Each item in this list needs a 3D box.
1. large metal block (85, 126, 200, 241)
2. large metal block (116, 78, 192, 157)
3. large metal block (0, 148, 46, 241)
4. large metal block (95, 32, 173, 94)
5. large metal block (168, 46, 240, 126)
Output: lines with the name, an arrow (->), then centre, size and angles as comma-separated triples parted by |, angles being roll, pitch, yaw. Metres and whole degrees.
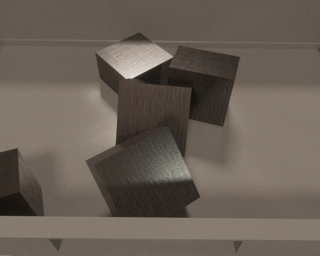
large metal block -> -0.018, 0.052, 0.318 | 0.081, 0.050, 0.080 | -27, 98, -21
large metal block -> -0.006, -0.015, 0.373 | 0.080, 0.079, 0.050 | 6, 13, 4
large metal block -> -0.168, 0.073, 0.306 | 0.081, 0.080, 0.050 | -14, 52, -12
large metal block -> -0.037, -0.090, 0.464 | 0.081, 0.050, 0.080 | -32, 58, -25
large metal block -> 0.056, -0.056, 0.415 | 0.080, 0.080, 0.050 | 13, 48, 10
